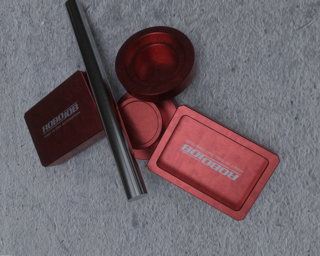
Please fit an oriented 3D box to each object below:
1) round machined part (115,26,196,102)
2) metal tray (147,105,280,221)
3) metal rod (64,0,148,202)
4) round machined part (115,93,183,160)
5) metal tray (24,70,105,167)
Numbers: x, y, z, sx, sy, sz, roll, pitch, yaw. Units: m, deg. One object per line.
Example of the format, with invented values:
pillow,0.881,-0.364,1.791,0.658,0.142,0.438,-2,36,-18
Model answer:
round machined part,-0.003,-0.076,0.391,0.098,0.042,0.098,-4,67,11
metal tray,0.062,0.039,0.374,0.130,0.030,0.090,29,99,7
metal rod,-0.076,-0.051,0.402,0.025,0.025,0.299,-29,68,17
round machined part,-0.022,-0.007,0.409,0.098,0.042,0.097,0,90,20
metal tray,-0.131,-0.011,0.442,0.130,0.030,0.090,-31,77,26
